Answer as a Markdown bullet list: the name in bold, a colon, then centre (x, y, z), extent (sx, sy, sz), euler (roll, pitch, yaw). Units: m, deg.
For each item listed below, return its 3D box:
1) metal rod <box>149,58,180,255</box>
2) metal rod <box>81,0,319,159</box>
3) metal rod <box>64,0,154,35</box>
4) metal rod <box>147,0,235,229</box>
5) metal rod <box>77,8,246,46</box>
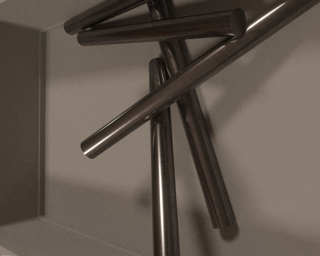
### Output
- **metal rod**: centre (0.003, 0.044, 0.332), extent (0.025, 0.025, 0.299), euler (-28, 51, 36)
- **metal rod**: centre (0.031, -0.053, 0.330), extent (0.300, 0.025, 0.025), euler (-34, 68, 18)
- **metal rod**: centre (-0.052, -0.170, 0.421), extent (0.300, 0.025, 0.025), euler (1, 91, 47)
- **metal rod**: centre (0.033, -0.032, 0.378), extent (0.025, 0.025, 0.299), euler (-25, 75, 37)
- **metal rod**: centre (-0.026, -0.122, 0.397), extent (0.300, 0.025, 0.025), euler (14, 99, 47)
